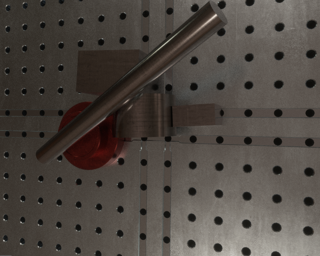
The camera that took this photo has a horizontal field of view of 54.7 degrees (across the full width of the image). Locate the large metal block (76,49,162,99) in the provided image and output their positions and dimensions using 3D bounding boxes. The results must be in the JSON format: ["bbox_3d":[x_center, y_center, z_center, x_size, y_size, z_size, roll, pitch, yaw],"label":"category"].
[{"bbox_3d":[-0.049,-0.066,0.400,0.080,0.080,0.050,4,91,19],"label":"large metal block"}]

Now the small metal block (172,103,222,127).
[{"bbox_3d":[0.047,-0.015,0.382,0.050,0.050,0.025,-2,89,19],"label":"small metal block"}]

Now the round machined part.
[{"bbox_3d":[-0.104,0.011,0.439,0.098,0.042,0.097,0,90,19],"label":"round machined part"}]

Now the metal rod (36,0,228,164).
[{"bbox_3d":[-0.054,-0.031,0.349,0.299,0.025,0.025,-34,79,32],"label":"metal rod"}]

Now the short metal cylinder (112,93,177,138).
[{"bbox_3d":[-0.020,-0.014,0.390,0.080,0.080,0.050,-1,90,19],"label":"short metal cylinder"}]
